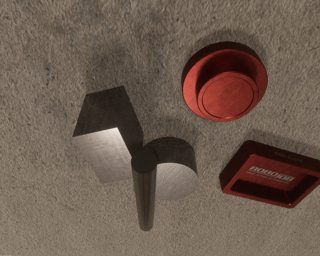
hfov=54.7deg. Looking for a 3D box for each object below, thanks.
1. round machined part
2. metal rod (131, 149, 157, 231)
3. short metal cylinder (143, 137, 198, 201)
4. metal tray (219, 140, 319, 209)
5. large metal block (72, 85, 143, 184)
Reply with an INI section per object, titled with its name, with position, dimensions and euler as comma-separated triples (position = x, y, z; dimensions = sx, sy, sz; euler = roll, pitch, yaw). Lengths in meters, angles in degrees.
[round machined part]
position = 0.075, -0.046, 0.358
dimensions = 0.099, 0.042, 0.097
euler = -1, 130, 0
[metal rod]
position = -0.020, 0.102, 0.425
dimensions = 0.025, 0.025, 0.299
euler = 1, 152, -2
[short metal cylinder]
position = 0.012, 0.059, 0.441
dimensions = 0.081, 0.050, 0.079
euler = -1, 130, 0
[metal tray]
position = 0.168, 0.073, 0.468
dimensions = 0.131, 0.030, 0.089
euler = 16, 128, -14
[large metal block]
position = -0.058, 0.008, 0.377
dimensions = 0.050, 0.080, 0.080
euler = -12, 129, 10
